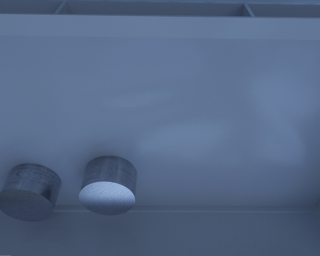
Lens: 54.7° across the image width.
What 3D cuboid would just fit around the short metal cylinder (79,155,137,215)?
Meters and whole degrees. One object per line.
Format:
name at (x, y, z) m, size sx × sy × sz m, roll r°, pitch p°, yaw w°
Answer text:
short metal cylinder at (-0.076, 0.087, 0.466) m, size 0.081 × 0.050 × 0.079 m, roll 0°, pitch 130°, yaw 0°

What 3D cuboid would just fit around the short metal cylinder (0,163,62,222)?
short metal cylinder at (-0.199, 0.100, 0.476) m, size 0.081 × 0.050 × 0.079 m, roll 0°, pitch 130°, yaw 0°
